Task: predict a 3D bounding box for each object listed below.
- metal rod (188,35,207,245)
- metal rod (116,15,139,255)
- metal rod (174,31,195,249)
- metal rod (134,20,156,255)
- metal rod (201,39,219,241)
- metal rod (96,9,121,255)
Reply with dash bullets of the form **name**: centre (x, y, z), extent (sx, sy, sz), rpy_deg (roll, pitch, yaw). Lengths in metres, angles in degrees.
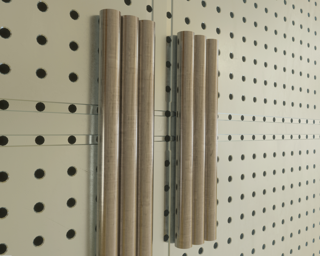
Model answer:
- **metal rod**: centre (0.054, 0.017, 0.452), extent (0.025, 0.025, 0.298), rpy_deg (1, 89, -40)
- **metal rod**: centre (-0.039, 0.017, 0.375), extent (0.025, 0.025, 0.298), rpy_deg (1, 89, -40)
- **metal rod**: centre (0.035, 0.016, 0.436), extent (0.025, 0.025, 0.298), rpy_deg (1, 89, -40)
- **metal rod**: centre (-0.020, 0.017, 0.391), extent (0.025, 0.025, 0.298), rpy_deg (1, 89, -40)
- **metal rod**: centre (0.075, 0.017, 0.470), extent (0.025, 0.025, 0.298), rpy_deg (1, 89, -40)
- **metal rod**: centre (-0.059, 0.016, 0.358), extent (0.025, 0.025, 0.298), rpy_deg (1, 89, -40)
